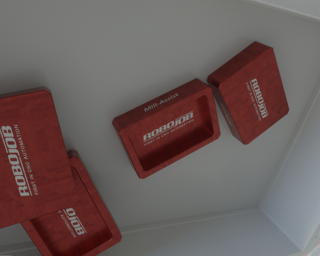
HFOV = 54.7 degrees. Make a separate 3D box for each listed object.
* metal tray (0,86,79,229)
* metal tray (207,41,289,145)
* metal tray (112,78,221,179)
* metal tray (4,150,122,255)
[{"bbox_3d":[-0.144,0.030,0.319,0.091,0.030,0.129,-14,108,-17],"label":"metal tray"},{"bbox_3d":[0.132,-0.046,0.449,0.090,0.030,0.130,-37,129,-3],"label":"metal tray"},{"bbox_3d":[0.013,0.002,0.413,0.131,0.030,0.090,-27,128,-11],"label":"metal tray"},{"bbox_3d":[-0.115,0.103,0.379,0.091,0.030,0.129,-27,108,-12],"label":"metal tray"}]
